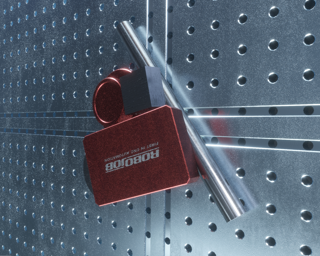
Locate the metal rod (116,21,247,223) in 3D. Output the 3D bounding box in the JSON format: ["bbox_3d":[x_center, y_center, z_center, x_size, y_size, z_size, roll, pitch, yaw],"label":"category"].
[{"bbox_3d":[0.016,-0.024,0.392,0.025,0.025,0.299,-43,64,31],"label":"metal rod"}]

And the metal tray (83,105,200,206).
[{"bbox_3d":[-0.027,0.036,0.373,0.130,0.030,0.090,-20,78,25],"label":"metal tray"}]

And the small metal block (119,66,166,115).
[{"bbox_3d":[-0.022,-0.046,0.392,0.050,0.025,0.050,-14,84,44],"label":"small metal block"}]

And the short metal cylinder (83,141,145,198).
[{"bbox_3d":[-0.064,0.057,0.440,0.080,0.050,0.079,0,90,40],"label":"short metal cylinder"}]

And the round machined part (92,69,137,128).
[{"bbox_3d":[-0.059,-0.036,0.440,0.098,0.042,0.097,0,90,41],"label":"round machined part"}]
